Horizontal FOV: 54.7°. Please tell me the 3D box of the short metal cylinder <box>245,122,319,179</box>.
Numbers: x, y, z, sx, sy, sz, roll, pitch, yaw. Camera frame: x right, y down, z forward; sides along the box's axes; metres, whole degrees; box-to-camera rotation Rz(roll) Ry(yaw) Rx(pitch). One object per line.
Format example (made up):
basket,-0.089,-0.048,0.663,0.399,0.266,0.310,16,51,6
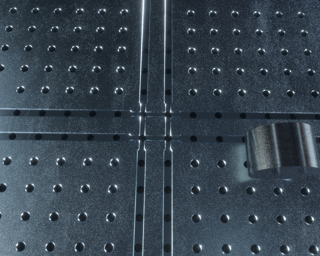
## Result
short metal cylinder,0.146,0.030,0.373,0.081,0.080,0.050,0,70,-1
